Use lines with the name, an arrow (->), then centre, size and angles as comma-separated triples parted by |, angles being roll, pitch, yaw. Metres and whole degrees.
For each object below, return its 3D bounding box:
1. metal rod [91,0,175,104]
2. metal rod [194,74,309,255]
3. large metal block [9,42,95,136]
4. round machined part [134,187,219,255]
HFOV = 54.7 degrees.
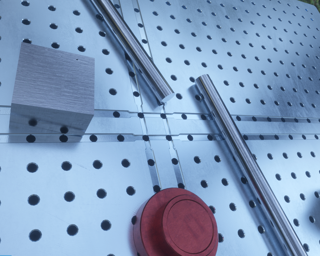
metal rod -> -0.070, -0.164, 0.472 | 0.025, 0.025, 0.299 | -25, 75, -37
metal rod -> 0.126, 0.051, 0.447 | 0.025, 0.025, 0.299 | -12, 68, -34
large metal block -> -0.121, -0.042, 0.353 | 0.081, 0.050, 0.080 | 8, 58, -24
round machined part -> 0.024, 0.113, 0.343 | 0.099, 0.042, 0.098 | 14, 56, -21
